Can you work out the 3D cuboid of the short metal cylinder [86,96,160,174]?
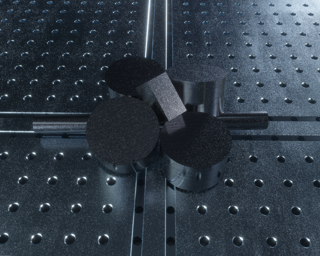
[{"bbox_3d":[-0.041,0.010,0.362,0.081,0.050,0.080,0,70,-1],"label":"short metal cylinder"}]

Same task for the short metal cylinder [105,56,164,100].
[{"bbox_3d":[-0.033,-0.055,0.432,0.081,0.050,0.080,0,50,0],"label":"short metal cylinder"}]

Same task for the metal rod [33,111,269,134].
[{"bbox_3d":[-0.011,-0.008,0.409,0.302,0.025,0.025,-1,50,-1],"label":"metal rod"}]

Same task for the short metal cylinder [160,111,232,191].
[{"bbox_3d":[0.040,0.026,0.364,0.081,0.050,0.080,0,50,0],"label":"short metal cylinder"}]

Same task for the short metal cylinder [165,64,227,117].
[{"bbox_3d":[0.047,-0.050,0.412,0.081,0.050,0.080,0,27,0],"label":"short metal cylinder"}]

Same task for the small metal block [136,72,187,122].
[{"bbox_3d":[0.000,-0.035,0.370,0.025,0.050,0.050,-32,99,-17],"label":"small metal block"}]
